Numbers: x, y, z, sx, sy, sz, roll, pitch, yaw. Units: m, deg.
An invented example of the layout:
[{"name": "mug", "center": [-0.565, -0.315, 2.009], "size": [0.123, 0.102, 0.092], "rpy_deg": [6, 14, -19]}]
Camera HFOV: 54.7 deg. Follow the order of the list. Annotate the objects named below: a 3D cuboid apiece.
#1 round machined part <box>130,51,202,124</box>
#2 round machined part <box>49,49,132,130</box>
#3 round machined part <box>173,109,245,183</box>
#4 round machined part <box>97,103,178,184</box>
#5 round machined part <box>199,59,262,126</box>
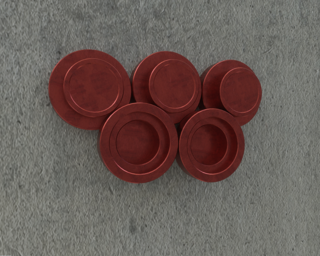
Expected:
[{"name": "round machined part", "center": [0.012, -0.053, 0.407], "size": [0.099, 0.042, 0.097], "rpy_deg": [0, 90, -21]}, {"name": "round machined part", "center": [-0.081, -0.046, 0.372], "size": [0.099, 0.042, 0.097], "rpy_deg": [0, 90, -21]}, {"name": "round machined part", "center": [0.063, 0.023, 0.426], "size": [0.099, 0.042, 0.097], "rpy_deg": [0, 90, -21]}, {"name": "round machined part", "center": [-0.030, 0.018, 0.391], "size": [0.099, 0.042, 0.097], "rpy_deg": [0, 90, -21]}, {"name": "round machined part", "center": [0.105, -0.049, 0.441], "size": [0.099, 0.042, 0.097], "rpy_deg": [0, 90, -21]}]
